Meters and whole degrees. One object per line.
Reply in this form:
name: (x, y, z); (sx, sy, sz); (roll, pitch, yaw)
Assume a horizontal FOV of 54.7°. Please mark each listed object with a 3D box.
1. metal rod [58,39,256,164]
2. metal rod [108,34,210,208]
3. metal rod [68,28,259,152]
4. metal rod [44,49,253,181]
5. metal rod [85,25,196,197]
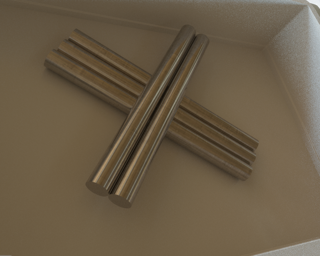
metal rod: (0.002, -0.029, 0.422); (0.301, 0.025, 0.025); (30, 52, -9)
metal rod: (0.013, -0.033, 0.399); (0.025, 0.025, 0.301); (33, 51, -7)
metal rod: (0.011, -0.047, 0.438); (0.301, 0.025, 0.025); (30, 52, -9)
metal rod: (-0.008, -0.012, 0.406); (0.301, 0.025, 0.025); (30, 52, -9)
metal rod: (-0.008, -0.046, 0.395); (0.025, 0.025, 0.301); (33, 51, -7)
